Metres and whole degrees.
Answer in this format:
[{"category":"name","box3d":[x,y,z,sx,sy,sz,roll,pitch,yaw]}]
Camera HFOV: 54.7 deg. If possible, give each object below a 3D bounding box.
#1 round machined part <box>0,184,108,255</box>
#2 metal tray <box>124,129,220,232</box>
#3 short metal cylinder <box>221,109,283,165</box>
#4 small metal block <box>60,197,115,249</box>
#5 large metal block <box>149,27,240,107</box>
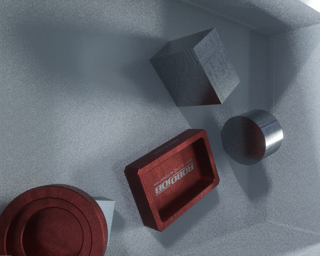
[{"category":"round machined part","box3d":[-0.098,0.102,0.293,0.099,0.042,0.097,0,84,0]},{"category":"metal tray","box3d":[0.022,0.066,0.424,0.131,0.030,0.089,-29,108,-36]},{"category":"short metal cylinder","box3d":[0.147,0.014,0.497,0.050,0.080,0.079,-19,102,-39]},{"category":"small metal block","box3d":[-0.081,0.102,0.340,0.050,0.025,0.050,13,82,-40]},{"category":"large metal block","box3d":[0.046,-0.076,0.411,0.050,0.080,0.080,-48,119,-29]}]
